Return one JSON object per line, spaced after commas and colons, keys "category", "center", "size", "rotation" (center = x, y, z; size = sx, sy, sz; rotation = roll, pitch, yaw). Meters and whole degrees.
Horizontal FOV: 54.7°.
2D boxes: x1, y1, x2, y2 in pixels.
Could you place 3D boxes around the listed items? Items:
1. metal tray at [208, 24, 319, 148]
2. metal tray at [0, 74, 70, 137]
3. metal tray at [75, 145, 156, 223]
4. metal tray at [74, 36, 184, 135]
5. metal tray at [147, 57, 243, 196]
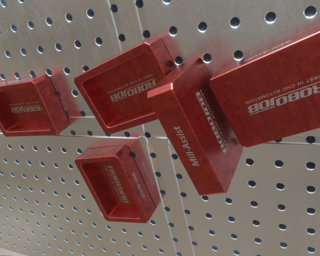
{"category": "metal tray", "center": [0.128, -0.039, 0.316], "size": [0.130, 0.030, 0.090], "rotation": [-21, 108, 35]}
{"category": "metal tray", "center": [-0.218, -0.033, 0.499], "size": [0.130, 0.030, 0.089], "rotation": [-2, 118, 29]}
{"category": "metal tray", "center": [-0.071, 0.093, 0.501], "size": [0.090, 0.030, 0.129], "rotation": [-8, 115, 31]}
{"category": "metal tray", "center": [-0.038, -0.049, 0.396], "size": [0.130, 0.030, 0.090], "rotation": [-17, 110, 34]}
{"category": "metal tray", "center": [0.045, -0.003, 0.342], "size": [0.030, 0.090, 0.130], "rotation": [-17, 110, 34]}
